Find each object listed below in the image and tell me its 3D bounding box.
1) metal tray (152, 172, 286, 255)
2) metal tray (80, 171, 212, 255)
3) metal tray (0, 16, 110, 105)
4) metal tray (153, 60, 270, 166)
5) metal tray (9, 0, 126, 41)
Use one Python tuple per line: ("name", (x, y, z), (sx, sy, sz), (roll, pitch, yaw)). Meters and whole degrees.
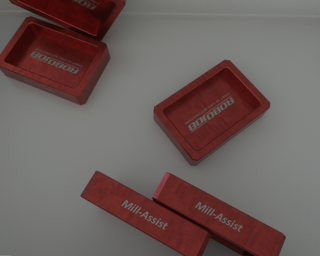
("metal tray", (0.056, 0.100, 0.339), (0.130, 0.090, 0.030), (27, 72, 9))
("metal tray", (-0.015, 0.098, 0.339), (0.130, 0.090, 0.030), (27, 72, 9))
("metal tray", (-0.149, -0.097, 0.440), (0.131, 0.030, 0.090), (22, 71, 7))
("metal tray", (0.068, -0.023, 0.415), (0.131, 0.030, 0.090), (-35, 74, -12))
("metal tray", (-0.120, -0.176, 0.407), (0.131, 0.090, 0.030), (19, 59, -26))
